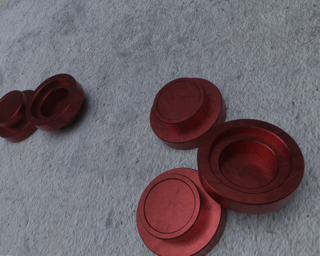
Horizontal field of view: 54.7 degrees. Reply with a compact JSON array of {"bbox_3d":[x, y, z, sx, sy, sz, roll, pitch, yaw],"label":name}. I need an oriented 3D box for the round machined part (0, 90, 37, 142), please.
[{"bbox_3d":[-0.251,-0.027,0.542,0.098,0.042,0.098,-13,56,21],"label":"round machined part"}]

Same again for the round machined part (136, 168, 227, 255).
[{"bbox_3d":[0.018,0.088,0.330,0.098,0.042,0.098,-13,56,21],"label":"round machined part"}]

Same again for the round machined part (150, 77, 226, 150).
[{"bbox_3d":[0.031,-0.025,0.392,0.098,0.042,0.098,-13,56,21],"label":"round machined part"}]

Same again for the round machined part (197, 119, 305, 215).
[{"bbox_3d":[0.087,0.041,0.310,0.099,0.042,0.098,-4,50,5],"label":"round machined part"}]

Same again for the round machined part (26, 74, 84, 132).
[{"bbox_3d":[-0.164,-0.037,0.502,0.098,0.042,0.098,-13,56,21],"label":"round machined part"}]
